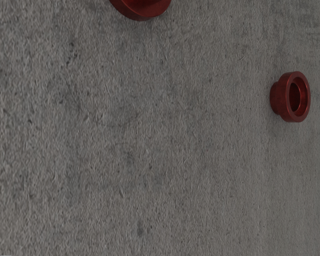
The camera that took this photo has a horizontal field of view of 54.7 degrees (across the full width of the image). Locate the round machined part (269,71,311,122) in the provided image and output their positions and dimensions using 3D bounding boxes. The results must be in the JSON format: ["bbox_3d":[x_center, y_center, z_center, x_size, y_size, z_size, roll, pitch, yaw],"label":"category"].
[{"bbox_3d":[0.250,-0.059,0.603,0.099,0.042,0.097,0,90,-40],"label":"round machined part"}]

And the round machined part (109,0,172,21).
[{"bbox_3d":[-0.019,-0.185,0.377,0.099,0.042,0.097,0,90,-40],"label":"round machined part"}]
